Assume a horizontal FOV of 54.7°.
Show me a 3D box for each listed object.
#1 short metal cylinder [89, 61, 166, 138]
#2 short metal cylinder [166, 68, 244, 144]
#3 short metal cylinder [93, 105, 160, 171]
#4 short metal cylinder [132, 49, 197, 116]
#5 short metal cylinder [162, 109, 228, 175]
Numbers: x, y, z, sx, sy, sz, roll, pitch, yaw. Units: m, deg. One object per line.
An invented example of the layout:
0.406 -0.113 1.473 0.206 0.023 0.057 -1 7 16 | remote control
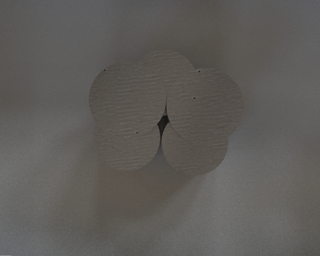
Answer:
-0.034 -0.030 0.347 0.081 0.050 0.080 0 90 0 | short metal cylinder
0.047 -0.023 0.347 0.081 0.050 0.080 0 90 0 | short metal cylinder
-0.040 0.011 0.397 0.081 0.050 0.080 0 90 0 | short metal cylinder
0.005 -0.055 0.397 0.081 0.050 0.080 0 90 0 | short metal cylinder
0.042 0.017 0.397 0.081 0.050 0.080 0 90 0 | short metal cylinder
